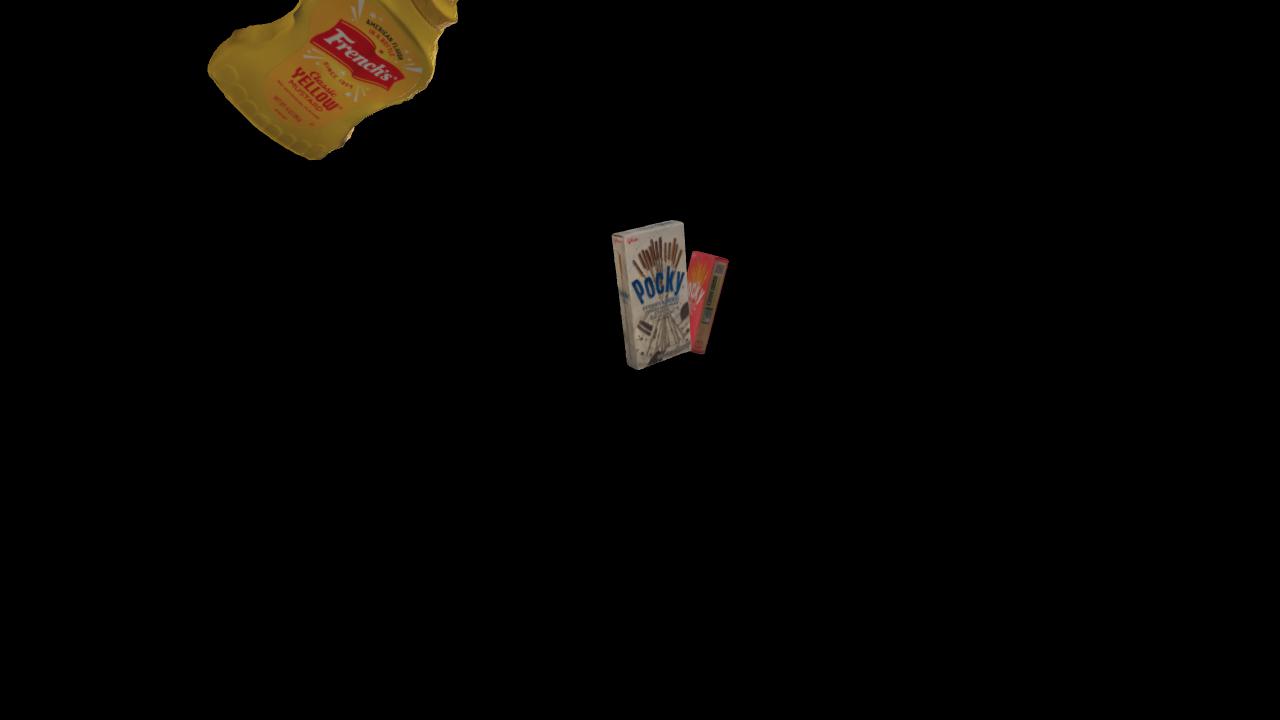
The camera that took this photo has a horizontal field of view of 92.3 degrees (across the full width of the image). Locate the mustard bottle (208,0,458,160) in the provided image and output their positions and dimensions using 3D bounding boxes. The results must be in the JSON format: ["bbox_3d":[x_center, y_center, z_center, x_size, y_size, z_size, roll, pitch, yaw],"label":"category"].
[{"bbox_3d":[-0.192,-0.217,0.421,0.184,0.054,0.092,-24,-43,16],"label":"mustard bottle"}]

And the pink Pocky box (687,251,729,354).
[{"bbox_3d":[0.094,-0.094,0.989,0.029,0.155,0.084,8,13,-23],"label":"pink Pocky box"}]

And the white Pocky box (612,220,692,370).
[{"bbox_3d":[0.016,-0.072,0.691,0.084,0.154,0.028,-20,27,-30],"label":"white Pocky box"}]
